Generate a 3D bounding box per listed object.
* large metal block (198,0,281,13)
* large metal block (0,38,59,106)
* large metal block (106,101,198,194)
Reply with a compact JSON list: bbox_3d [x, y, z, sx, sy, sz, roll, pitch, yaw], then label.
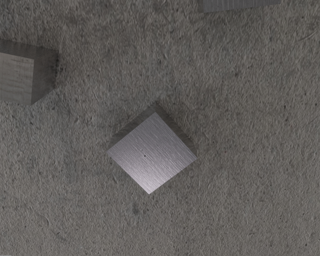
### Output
[{"bbox_3d":[0.082,-0.171,0.334,0.080,0.050,0.079,-6,110,2],"label":"large metal block"},{"bbox_3d":[-0.171,-0.068,0.354,0.081,0.080,0.050,11,110,-4],"label":"large metal block"},{"bbox_3d":[-0.010,0.025,0.405,0.080,0.050,0.080,-39,106,13],"label":"large metal block"}]
